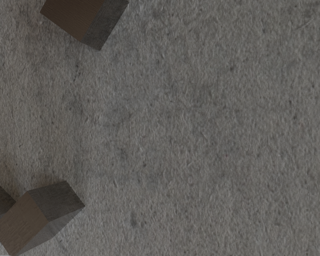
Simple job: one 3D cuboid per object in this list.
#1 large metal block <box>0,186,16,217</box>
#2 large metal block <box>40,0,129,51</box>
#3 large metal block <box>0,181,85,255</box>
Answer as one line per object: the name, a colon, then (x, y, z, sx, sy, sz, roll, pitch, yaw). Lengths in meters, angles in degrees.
large metal block: (-0.284, 0.137, 0.493, 0.080, 0.050, 0.080, 38, 102, 15)
large metal block: (-0.104, -0.168, 0.431, 0.080, 0.050, 0.080, 38, 102, 15)
large metal block: (-0.168, 0.125, 0.437, 0.080, 0.080, 0.050, -44, 77, 14)
